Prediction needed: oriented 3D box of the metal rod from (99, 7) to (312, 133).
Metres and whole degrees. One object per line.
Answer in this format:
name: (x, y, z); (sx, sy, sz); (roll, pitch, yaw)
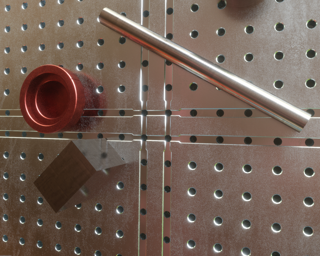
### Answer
metal rod: (0.044, -0.082, 0.396); (0.300, 0.025, 0.025); (32, 100, 16)

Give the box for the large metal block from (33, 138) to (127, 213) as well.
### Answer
large metal block: (-0.105, 0.060, 0.419); (0.080, 0.080, 0.050); (-46, 76, 14)

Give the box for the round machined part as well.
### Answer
round machined part: (-0.152, -0.041, 0.456); (0.098, 0.042, 0.097); (0, 90, 19)

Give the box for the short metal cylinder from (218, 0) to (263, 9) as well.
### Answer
short metal cylinder: (0.096, -0.189, 0.365); (0.080, 0.050, 0.079); (0, 90, 19)
